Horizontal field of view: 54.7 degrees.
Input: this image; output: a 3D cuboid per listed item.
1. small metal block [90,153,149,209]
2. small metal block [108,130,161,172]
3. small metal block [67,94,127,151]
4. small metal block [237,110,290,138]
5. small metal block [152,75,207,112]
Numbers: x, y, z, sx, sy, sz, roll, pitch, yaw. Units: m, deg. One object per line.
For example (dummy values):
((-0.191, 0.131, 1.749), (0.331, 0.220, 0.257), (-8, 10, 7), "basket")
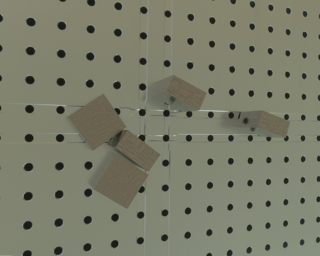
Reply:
((-0.051, 0.066, 0.395), (0.050, 0.025, 0.050), (36, 78, -17), "small metal block")
((-0.034, 0.027, 0.388), (0.050, 0.050, 0.025), (38, 78, -17), "small metal block")
((-0.079, -0.007, 0.384), (0.050, 0.025, 0.050), (-37, 102, -17), "small metal block")
((0.152, -0.005, 0.457), (0.050, 0.050, 0.025), (18, 84, -20), "small metal block")
((0.025, -0.044, 0.410), (0.050, 0.050, 0.025), (26, 82, -19), "small metal block")
